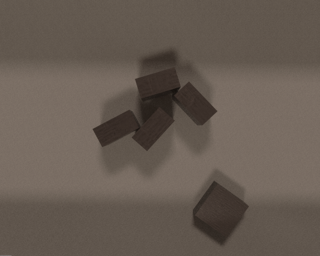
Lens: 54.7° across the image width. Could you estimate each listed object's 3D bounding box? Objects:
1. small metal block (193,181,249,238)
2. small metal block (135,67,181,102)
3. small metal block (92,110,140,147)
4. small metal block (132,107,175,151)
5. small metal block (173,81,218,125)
[{"bbox_3d":[0.080,0.107,0.413,0.050,0.025,0.050,36,90,-1],"label":"small metal block"},{"bbox_3d":[-0.003,-0.055,0.399,0.050,0.050,0.025,-17,90,0],"label":"small metal block"},{"bbox_3d":[-0.053,0.000,0.398,0.050,0.050,0.025,-28,90,0],"label":"small metal block"},{"bbox_3d":[-0.008,0.001,0.399,0.025,0.050,0.050,42,90,-1],"label":"small metal block"},{"bbox_3d":[0.043,-0.030,0.400,0.025,0.050,0.050,-44,91,0],"label":"small metal block"}]
